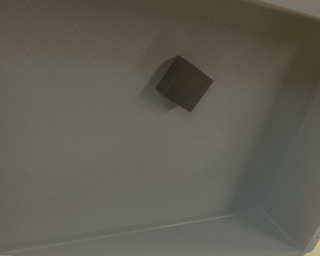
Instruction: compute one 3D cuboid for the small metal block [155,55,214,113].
[{"bbox_3d":[0.031,-0.055,0.391,0.050,0.025,0.050,28,103,-38],"label":"small metal block"}]
